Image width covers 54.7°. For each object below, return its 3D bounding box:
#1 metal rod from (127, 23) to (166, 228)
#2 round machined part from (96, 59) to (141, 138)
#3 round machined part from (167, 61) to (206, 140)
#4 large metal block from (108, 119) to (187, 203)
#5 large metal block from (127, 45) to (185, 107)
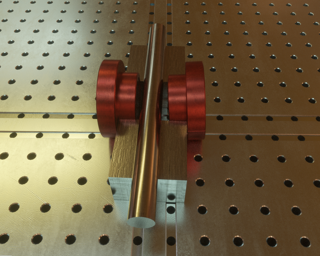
[{"bbox_3d":[-0.010,-0.031,0.369,0.025,0.025,0.300,2,50,2],"label":"metal rod"},{"bbox_3d":[-0.048,-0.036,0.389,0.042,0.097,0.098,1,50,1],"label":"round machined part"},{"bbox_3d":[0.033,-0.033,0.388,0.042,0.098,0.098,-2,50,5],"label":"round machined part"},{"bbox_3d":[-0.011,0.037,0.360,0.080,0.050,0.080,2,50,2],"label":"large metal block"},{"bbox_3d":[-0.005,-0.076,0.455,0.080,0.050,0.080,2,50,1],"label":"large metal block"}]
